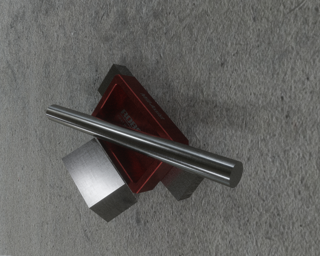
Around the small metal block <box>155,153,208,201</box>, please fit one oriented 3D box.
[{"bbox_3d":[0.026,0.053,0.383,0.050,0.025,0.050,46,117,30],"label":"small metal block"}]

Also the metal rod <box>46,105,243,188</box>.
[{"bbox_3d":[-0.045,0.009,0.370,0.300,0.025,0.025,16,100,38],"label":"metal rod"}]

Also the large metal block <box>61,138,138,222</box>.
[{"bbox_3d":[-0.080,0.073,0.423,0.050,0.080,0.080,-34,62,-10],"label":"large metal block"}]

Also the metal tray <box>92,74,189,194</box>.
[{"bbox_3d":[-0.033,0.005,0.395,0.130,0.030,0.090,51,120,27],"label":"metal tray"}]

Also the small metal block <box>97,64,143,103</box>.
[{"bbox_3d":[-0.058,-0.057,0.452,0.050,0.025,0.050,52,120,27],"label":"small metal block"}]
